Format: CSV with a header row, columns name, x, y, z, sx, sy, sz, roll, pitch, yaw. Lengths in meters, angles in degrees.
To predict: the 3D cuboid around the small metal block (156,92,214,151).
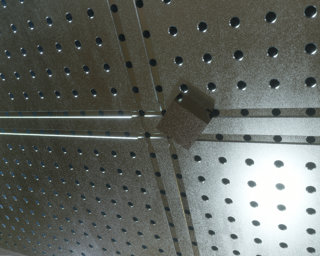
name,x,y,z,sx,sy,sz,roll,pitch,yaw
small metal block,0.031,-0.008,0.389,0.050,0.025,0.050,35,129,4
